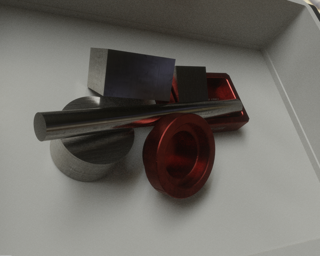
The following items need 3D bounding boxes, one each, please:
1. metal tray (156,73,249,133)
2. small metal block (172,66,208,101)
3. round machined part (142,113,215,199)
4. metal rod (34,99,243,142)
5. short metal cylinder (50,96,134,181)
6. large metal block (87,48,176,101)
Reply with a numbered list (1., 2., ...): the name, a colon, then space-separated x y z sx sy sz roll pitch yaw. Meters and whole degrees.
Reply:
1. metal tray: 0.061 -0.038 0.457 0.131 0.030 0.090 -5 64 -31
2. small metal block: 0.039 -0.060 0.435 0.050 0.025 0.050 -5 90 -31
3. round machined part: 0.018 0.030 0.365 0.099 0.042 0.097 -6 99 -42
4. metal rod: 0.007 -0.017 0.366 0.302 0.025 0.025 -8 66 -44
5. short metal cylinder: -0.075 0.012 0.340 0.081 0.050 0.080 14 56 -21
6. large metal block: -0.038 -0.067 0.380 0.081 0.080 0.050 2 103 -26
